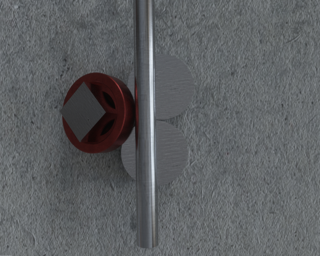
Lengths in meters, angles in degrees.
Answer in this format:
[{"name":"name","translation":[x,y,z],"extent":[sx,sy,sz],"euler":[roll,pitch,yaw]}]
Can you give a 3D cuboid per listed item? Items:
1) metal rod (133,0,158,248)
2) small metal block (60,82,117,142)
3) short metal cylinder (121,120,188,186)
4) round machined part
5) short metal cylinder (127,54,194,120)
[{"name":"metal rod","translation":[-0.017,-0.014,0.361],"extent":[0.025,0.025,0.298],"euler":[-1,90,0]},{"name":"small metal block","translation":[-0.085,-0.018,0.370],"extent":[0.050,0.025,0.050],"euler":[-46,68,19]},{"name":"short metal cylinder","translation":[-0.007,0.030,0.398],"extent":[0.081,0.050,0.080],"euler":[0,89,0]},{"name":"round machined part","translation":[-0.072,-0.017,0.389],"extent":[0.098,0.042,0.097],"euler":[-1,87,29]},{"name":"short metal cylinder","translation":[0.001,-0.050,0.399],"extent":[0.081,0.050,0.079],"euler":[0,90,0]}]
